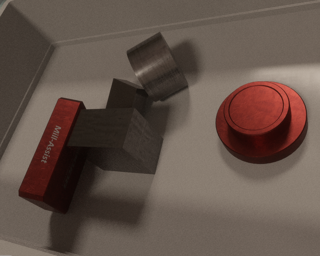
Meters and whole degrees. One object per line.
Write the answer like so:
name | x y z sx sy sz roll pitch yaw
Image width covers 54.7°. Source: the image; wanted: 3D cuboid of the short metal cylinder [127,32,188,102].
short metal cylinder | -0.002 -0.082 0.421 0.050 0.080 0.080 -28 52 10

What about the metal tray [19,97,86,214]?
metal tray | -0.126 0.038 0.402 0.030 0.090 0.130 11 65 6

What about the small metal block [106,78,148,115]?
small metal block | -0.047 -0.038 0.438 0.050 0.025 0.050 27 107 37

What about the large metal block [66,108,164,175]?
large metal block | -0.053 0.018 0.386 0.080 0.080 0.050 0 62 28

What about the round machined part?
round machined part | 0.110 -0.013 0.345 0.098 0.042 0.098 -13 56 20
